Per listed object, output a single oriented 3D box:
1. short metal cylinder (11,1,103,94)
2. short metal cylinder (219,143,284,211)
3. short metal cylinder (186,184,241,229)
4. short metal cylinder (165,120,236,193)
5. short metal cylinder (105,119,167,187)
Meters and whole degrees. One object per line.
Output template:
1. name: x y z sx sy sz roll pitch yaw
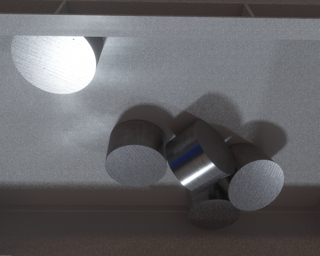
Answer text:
1. short metal cylinder: -0.103 -0.082 0.321 0.081 0.050 0.079 0 130 0
2. short metal cylinder: 0.123 0.068 0.435 0.081 0.050 0.079 -5 113 -11
3. short metal cylinder: 0.083 0.117 0.493 0.080 0.050 0.079 0 130 0
4. short metal cylinder: 0.053 0.037 0.405 0.080 0.080 0.050 37 121 -27
5. short metal cylinder: -0.031 0.035 0.422 0.081 0.050 0.079 0 130 0
